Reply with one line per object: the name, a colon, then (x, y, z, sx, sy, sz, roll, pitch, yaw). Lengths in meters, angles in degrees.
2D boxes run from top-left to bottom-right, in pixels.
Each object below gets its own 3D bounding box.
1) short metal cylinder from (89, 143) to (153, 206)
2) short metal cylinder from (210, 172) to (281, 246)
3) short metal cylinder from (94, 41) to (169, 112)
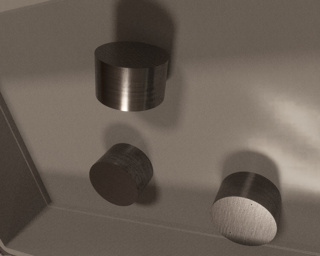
short metal cylinder: (-0.057, 0.069, 0.464, 0.080, 0.050, 0.079, 13, 124, 20)
short metal cylinder: (0.111, 0.103, 0.398, 0.080, 0.050, 0.079, 13, 124, 20)
short metal cylinder: (-0.033, -0.061, 0.351, 0.080, 0.080, 0.050, 18, 126, 17)
